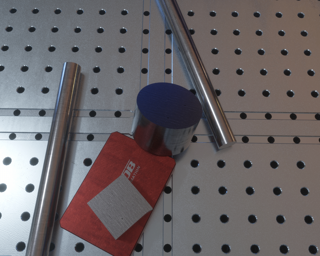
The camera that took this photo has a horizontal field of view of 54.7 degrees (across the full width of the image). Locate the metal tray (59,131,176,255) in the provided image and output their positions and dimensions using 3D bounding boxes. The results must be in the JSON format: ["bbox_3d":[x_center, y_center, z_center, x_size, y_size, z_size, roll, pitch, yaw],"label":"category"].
[{"bbox_3d":[-0.048,0.080,0.379,0.090,0.030,0.130,25,72,8],"label":"metal tray"}]

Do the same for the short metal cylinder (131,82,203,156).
[{"bbox_3d":[0.007,-0.012,0.387,0.081,0.050,0.080,8,47,-8],"label":"short metal cylinder"}]

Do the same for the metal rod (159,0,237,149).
[{"bbox_3d":[0.042,-0.111,0.452,0.025,0.025,0.299,-17,71,-6],"label":"metal rod"}]

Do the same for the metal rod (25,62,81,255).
[{"bbox_3d":[-0.135,0.052,0.390,0.025,0.025,0.299,4,70,1],"label":"metal rod"}]

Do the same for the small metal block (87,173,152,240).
[{"bbox_3d":[-0.044,0.088,0.347,0.050,0.025,0.050,-39,75,-13],"label":"small metal block"}]
